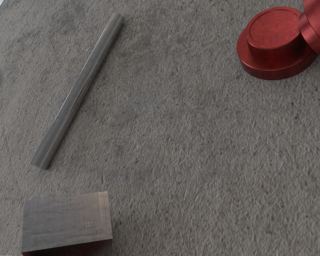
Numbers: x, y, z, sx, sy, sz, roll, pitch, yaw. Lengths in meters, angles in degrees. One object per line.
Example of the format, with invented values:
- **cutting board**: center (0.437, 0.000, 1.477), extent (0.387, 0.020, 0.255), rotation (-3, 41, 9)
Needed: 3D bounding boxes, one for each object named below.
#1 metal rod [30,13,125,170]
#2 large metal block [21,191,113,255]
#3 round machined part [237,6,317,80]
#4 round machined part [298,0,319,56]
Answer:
- **metal rod**: center (-0.129, -0.072, 0.515), extent (0.025, 0.025, 0.300), rotation (9, 66, 32)
- **large metal block**: center (-0.095, 0.113, 0.329), extent (0.081, 0.080, 0.050), rotation (-4, 53, -14)
- **round machined part**: center (0.145, -0.111, 0.386), extent (0.098, 0.042, 0.098), rotation (-13, 56, 21)
- **round machined part**: center (0.193, -0.114, 0.339), extent (0.042, 0.099, 0.098), rotation (137, 146, -56)
